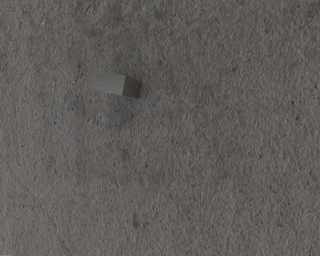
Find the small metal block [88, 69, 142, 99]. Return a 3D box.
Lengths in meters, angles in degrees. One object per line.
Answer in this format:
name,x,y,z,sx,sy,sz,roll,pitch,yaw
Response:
small metal block,-0.059,-0.058,0.417,0.050,0.050,0.025,13,95,19
